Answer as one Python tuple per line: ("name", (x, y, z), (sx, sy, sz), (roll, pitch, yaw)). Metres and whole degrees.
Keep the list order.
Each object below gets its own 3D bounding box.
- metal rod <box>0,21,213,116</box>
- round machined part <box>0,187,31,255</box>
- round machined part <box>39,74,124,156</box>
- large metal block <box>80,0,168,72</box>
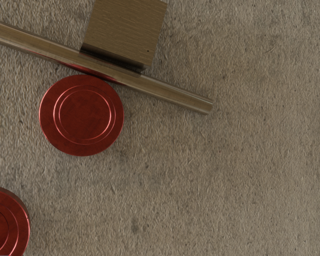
("metal rod", (-0.069, -0.072, 0.383), (0.302, 0.025, 0.025), (17, 84, -19))
("round machined part", (-0.191, 0.109, 0.330), (0.099, 0.042, 0.097), (0, 90, -20))
("round machined part", (-0.091, -0.015, 0.367), (0.099, 0.042, 0.097), (0, 90, -20))
("large metal block", (-0.046, -0.122, 0.379), (0.081, 0.050, 0.080), (16, 85, -20))
